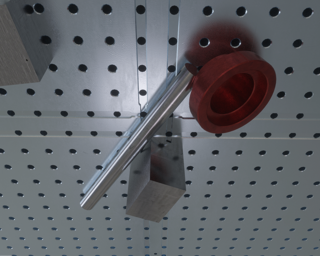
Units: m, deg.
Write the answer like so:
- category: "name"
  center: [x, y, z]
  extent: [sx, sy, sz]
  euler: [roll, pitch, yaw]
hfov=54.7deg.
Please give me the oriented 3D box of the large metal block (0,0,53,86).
- category: "large metal block"
  center: [-0.169, -0.090, 0.317]
  extent: [0.080, 0.050, 0.080]
  euler: [-5, 130, 4]

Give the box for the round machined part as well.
- category: "round machined part"
  center: [0.076, -0.044, 0.349]
  extent: [0.099, 0.042, 0.097]
  euler: [-17, 137, -16]

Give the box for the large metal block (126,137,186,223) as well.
- category: "large metal block"
  center: [-0.007, 0.073, 0.437]
  extent: [0.050, 0.080, 0.079]
  euler: [20, 127, -16]

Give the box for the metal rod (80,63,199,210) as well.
- category: "metal rod"
  center: [-0.041, 0.030, 0.436]
  extent: [0.025, 0.025, 0.298]
  euler: [26, 125, -21]
